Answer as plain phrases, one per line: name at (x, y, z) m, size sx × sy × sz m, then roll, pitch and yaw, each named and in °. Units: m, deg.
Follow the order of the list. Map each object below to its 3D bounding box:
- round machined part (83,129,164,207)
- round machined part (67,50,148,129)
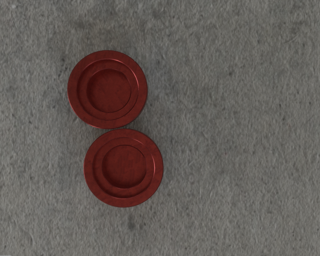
round machined part at (-0.045, 0.049, 0.401) m, size 0.099 × 0.042 × 0.097 m, roll 0°, pitch 90°, yaw -1°
round machined part at (-0.065, -0.047, 0.401) m, size 0.099 × 0.042 × 0.097 m, roll 0°, pitch 90°, yaw -1°
